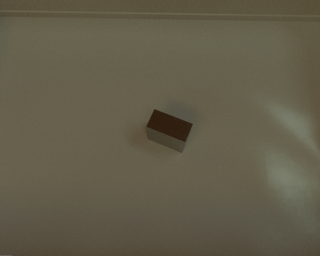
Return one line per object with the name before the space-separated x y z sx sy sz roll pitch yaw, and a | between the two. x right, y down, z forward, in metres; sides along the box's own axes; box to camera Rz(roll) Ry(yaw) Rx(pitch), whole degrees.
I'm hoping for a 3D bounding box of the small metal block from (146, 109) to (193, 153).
small metal block | 0.011 0.005 0.395 0.050 0.050 0.025 22 72 7
